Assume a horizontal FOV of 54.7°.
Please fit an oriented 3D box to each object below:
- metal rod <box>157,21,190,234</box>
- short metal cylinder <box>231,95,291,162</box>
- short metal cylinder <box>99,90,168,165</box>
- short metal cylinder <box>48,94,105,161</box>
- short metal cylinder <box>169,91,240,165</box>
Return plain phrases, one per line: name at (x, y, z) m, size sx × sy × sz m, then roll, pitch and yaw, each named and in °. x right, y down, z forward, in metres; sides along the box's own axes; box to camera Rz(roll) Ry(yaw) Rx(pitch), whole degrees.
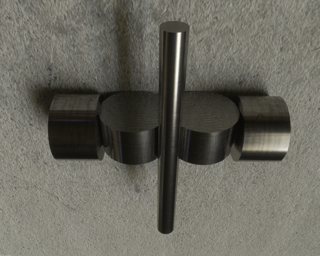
metal rod at (0.010, 0.029, 0.353) m, size 0.025 × 0.025 × 0.298 m, roll 0°, pitch 130°, yaw -1°
short metal cylinder at (0.116, 0.001, 0.375) m, size 0.050 × 0.080 × 0.079 m, roll 1°, pitch 130°, yaw -1°
short metal cylinder at (-0.030, -0.002, 0.371) m, size 0.081 × 0.080 × 0.050 m, roll 1°, pitch 130°, yaw -1°
short metal cylinder at (-0.095, -0.001, 0.371) m, size 0.050 × 0.080 × 0.079 m, roll 1°, pitch 130°, yaw -1°
short metal cylinder at (0.050, -0.002, 0.371) m, size 0.081 × 0.080 × 0.050 m, roll 1°, pitch 130°, yaw -1°
